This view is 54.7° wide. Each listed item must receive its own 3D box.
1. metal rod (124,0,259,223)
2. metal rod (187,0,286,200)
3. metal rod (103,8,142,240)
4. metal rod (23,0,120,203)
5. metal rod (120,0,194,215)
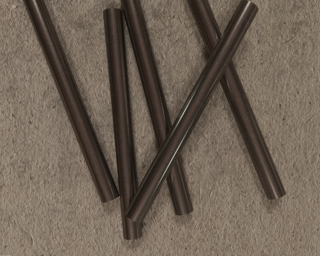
[{"bbox_3d":[0.039,-0.020,0.384,0.025,0.025,0.299,29,90,-1],"label":"metal rod"},{"bbox_3d":[0.098,-0.048,0.411,0.025,0.025,0.299,-22,90,0],"label":"metal rod"},{"bbox_3d":[-0.049,-0.005,0.409,0.025,0.025,0.298,-5,90,-1],"label":"metal rod"},{"bbox_3d":[-0.119,-0.045,0.408,0.025,0.025,0.299,-21,90,0],"label":"metal rod"},{"bbox_3d":[-0.005,-0.033,0.409,0.025,0.025,0.298,-14,90,0],"label":"metal rod"}]
